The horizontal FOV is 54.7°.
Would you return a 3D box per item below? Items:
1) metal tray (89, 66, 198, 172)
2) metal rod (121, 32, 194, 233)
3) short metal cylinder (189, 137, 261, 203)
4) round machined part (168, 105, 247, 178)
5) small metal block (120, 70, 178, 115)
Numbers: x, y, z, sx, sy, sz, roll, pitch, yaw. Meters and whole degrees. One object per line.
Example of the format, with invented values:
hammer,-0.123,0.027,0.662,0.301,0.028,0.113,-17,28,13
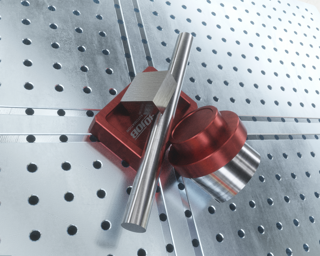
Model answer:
metal tray,-0.017,-0.015,0.406,0.090,0.030,0.131,40,51,-1
metal rod,0.007,-0.020,0.387,0.025,0.025,0.300,25,53,-13
short metal cylinder,0.078,0.046,0.387,0.050,0.080,0.080,40,51,-2
round machined part,0.049,0.010,0.370,0.042,0.098,0.098,52,48,-20
small metal block,-0.013,-0.044,0.385,0.025,0.050,0.050,54,51,-41
